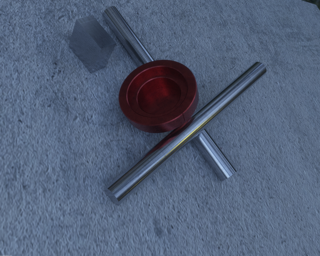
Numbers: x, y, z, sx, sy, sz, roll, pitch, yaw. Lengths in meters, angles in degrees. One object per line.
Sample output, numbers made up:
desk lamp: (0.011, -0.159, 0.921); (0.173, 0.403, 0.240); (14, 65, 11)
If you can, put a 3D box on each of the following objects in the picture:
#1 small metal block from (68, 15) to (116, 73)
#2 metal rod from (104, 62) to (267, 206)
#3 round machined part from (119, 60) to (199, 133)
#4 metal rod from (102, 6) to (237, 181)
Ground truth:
small metal block: (-0.090, -0.109, 0.407); (0.025, 0.050, 0.050); (-35, 82, -38)
metal rod: (0.051, -0.009, 0.406); (0.302, 0.025, 0.025); (-39, 84, -29)
round machined part: (0.001, -0.036, 0.396); (0.098, 0.042, 0.098); (-6, 60, 11)
metal rod: (0.008, -0.055, 0.443); (0.025, 0.025, 0.299); (-27, 77, -37)
